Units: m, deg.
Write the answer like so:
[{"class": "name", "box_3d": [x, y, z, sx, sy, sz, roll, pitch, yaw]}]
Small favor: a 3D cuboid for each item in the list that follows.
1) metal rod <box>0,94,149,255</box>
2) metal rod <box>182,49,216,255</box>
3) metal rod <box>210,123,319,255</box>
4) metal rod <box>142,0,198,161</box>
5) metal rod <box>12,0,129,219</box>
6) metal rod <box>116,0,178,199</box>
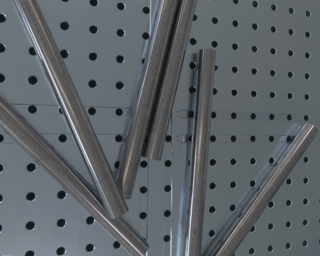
[{"class": "metal rod", "box_3d": [-0.119, 0.049, 0.368, 0.025, 0.025, 0.300, -44, 104, -15]}, {"class": "metal rod", "box_3d": [0.055, 0.041, 0.432, 0.025, 0.025, 0.298, 5, 88, -20]}, {"class": "metal rod", "box_3d": [0.149, 0.111, 0.467, 0.025, 0.025, 0.300, 44, 76, -15]}, {"class": "metal rod", "box_3d": [0.022, -0.105, 0.420, 0.025, 0.025, 0.299, 15, 85, -20]}, {"class": "metal rod", "box_3d": [-0.107, -0.035, 0.361, 0.025, 0.025, 0.299, -24, 94, -18]}, {"class": "metal rod", "box_3d": [-0.015, -0.058, 0.406, 0.025, 0.025, 0.299, 15, 85, -20]}]
